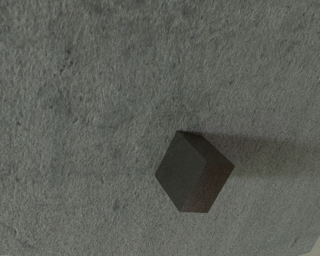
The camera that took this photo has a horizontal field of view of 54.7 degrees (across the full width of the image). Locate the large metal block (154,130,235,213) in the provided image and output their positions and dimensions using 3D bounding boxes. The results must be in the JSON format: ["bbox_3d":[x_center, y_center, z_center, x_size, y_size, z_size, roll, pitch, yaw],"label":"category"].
[{"bbox_3d":[0.045,0.061,0.436,0.050,0.080,0.079,13,112,-34],"label":"large metal block"}]
